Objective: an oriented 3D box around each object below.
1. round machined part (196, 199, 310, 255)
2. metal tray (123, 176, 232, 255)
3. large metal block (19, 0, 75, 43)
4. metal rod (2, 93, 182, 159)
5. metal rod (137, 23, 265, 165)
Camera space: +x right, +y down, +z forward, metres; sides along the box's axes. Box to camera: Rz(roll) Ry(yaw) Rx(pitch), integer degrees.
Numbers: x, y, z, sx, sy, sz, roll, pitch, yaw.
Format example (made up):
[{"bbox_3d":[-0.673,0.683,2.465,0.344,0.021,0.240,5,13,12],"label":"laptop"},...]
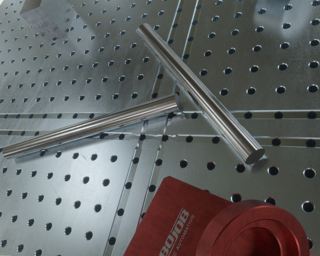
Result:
[{"bbox_3d":[0.075,0.110,0.267,0.098,0.098,0.042,-53,16,-10],"label":"round machined part"},{"bbox_3d":[0.017,0.125,0.318,0.090,0.030,0.130,18,71,34],"label":"metal tray"},{"bbox_3d":[-0.228,-0.237,0.635,0.050,0.080,0.080,-10,58,23],"label":"large metal block"},{"bbox_3d":[-0.113,0.002,0.464,0.301,0.025,0.025,-15,56,19],"label":"metal rod"},{"bbox_3d":[0.038,-0.067,0.427,0.025,0.025,0.300,-36,51,4],"label":"metal rod"}]
